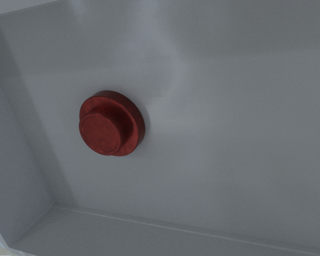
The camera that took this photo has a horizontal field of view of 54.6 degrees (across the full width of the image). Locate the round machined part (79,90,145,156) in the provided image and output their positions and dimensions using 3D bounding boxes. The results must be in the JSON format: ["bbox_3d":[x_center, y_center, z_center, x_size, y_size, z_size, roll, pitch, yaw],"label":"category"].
[{"bbox_3d":[-0.074,0.000,0.437,0.098,0.042,0.097,13,124,21],"label":"round machined part"}]
